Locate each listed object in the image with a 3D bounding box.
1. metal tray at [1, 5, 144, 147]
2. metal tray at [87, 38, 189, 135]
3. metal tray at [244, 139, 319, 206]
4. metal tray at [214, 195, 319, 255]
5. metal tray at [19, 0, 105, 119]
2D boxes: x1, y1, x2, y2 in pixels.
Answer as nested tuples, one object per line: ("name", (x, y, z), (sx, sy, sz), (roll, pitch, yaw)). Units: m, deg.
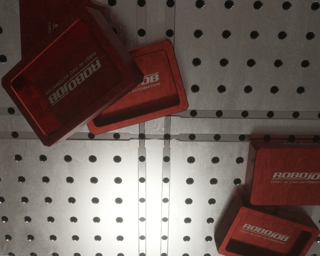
("metal tray", (-0.094, -0.051, 0.326), (0.130, 0.030, 0.090), (-34, 91, 20))
("metal tray", (-0.038, -0.051, 0.391), (0.131, 0.030, 0.089), (-15, 110, 5))
("metal tray", (0.192, 0.063, 0.437), (0.131, 0.030, 0.089), (0, 110, -1))
("metal tray", (0.161, 0.164, 0.473), (0.131, 0.030, 0.089), (18, 109, -7))
("metal tray", (-0.112, -0.080, 0.359), (0.090, 0.030, 0.129), (7, 104, 14))
